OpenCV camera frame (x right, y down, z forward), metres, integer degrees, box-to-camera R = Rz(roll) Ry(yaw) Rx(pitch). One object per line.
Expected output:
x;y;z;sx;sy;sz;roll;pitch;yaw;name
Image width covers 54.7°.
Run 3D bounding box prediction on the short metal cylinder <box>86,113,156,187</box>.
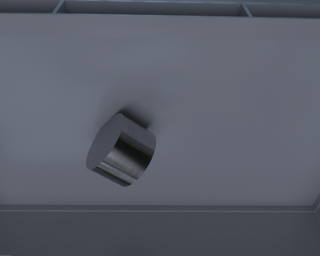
-0.050;0.028;0.396;0.050;0.080;0.080;34;122;-26;short metal cylinder
